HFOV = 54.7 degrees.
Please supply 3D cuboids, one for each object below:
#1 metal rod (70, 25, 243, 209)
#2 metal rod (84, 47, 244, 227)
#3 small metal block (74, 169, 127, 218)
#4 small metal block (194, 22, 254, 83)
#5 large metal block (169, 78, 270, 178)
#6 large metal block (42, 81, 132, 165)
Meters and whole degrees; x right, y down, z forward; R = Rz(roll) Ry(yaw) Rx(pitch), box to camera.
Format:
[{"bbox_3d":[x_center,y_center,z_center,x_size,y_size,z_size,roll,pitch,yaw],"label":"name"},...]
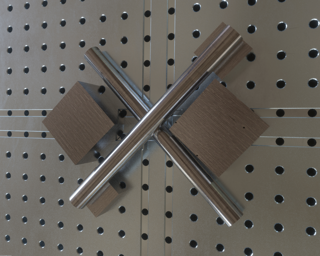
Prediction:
[{"bbox_3d":[-0.014,-0.004,0.390,0.299,0.025,0.025,-47,76,14],"label":"metal rod"},{"bbox_3d":[-0.003,0.002,0.413,0.025,0.025,0.300,-44,76,15],"label":"metal rod"},{"bbox_3d":[-0.085,0.090,0.442,0.050,0.025,0.050,46,104,14],"label":"small metal block"},{"bbox_3d":[0.079,-0.093,0.385,0.050,0.025,0.050,-46,76,14],"label":"small metal block"},{"bbox_3d":[0.073,0.000,0.374,0.080,0.050,0.080,45,104,14],"label":"large metal block"},{"bbox_3d":[-0.102,-0.007,0.436,0.080,0.050,0.080,-45,76,14],"label":"large metal block"}]
